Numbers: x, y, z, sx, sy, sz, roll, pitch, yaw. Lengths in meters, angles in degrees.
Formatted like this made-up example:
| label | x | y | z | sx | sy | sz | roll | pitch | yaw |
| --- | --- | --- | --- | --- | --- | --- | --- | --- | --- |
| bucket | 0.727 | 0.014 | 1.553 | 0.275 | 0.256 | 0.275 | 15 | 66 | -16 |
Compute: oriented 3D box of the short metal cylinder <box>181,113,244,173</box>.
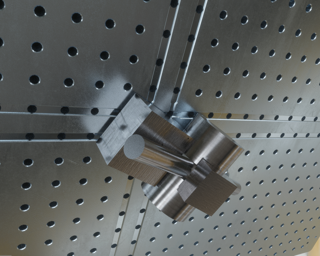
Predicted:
| label | x | y | z | sx | sy | sz | roll | pitch | yaw |
| --- | --- | --- | --- | --- | --- | --- | --- | --- | --- |
| short metal cylinder | 0.067 | 0.023 | 0.423 | 0.080 | 0.080 | 0.050 | 31 | 101 | -38 |

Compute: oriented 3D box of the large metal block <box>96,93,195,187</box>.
| label | x | y | z | sx | sy | sz | roll | pitch | yaw |
| --- | --- | --- | --- | --- | --- | --- | --- | --- | --- |
| large metal block | -0.018 | 0.017 | 0.388 | 0.080 | 0.050 | 0.080 | 33 | 100 | -39 |

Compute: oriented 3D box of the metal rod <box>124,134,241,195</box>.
| label | x | y | z | sx | sy | sz | roll | pitch | yaw |
| --- | --- | --- | --- | --- | --- | --- | --- | --- | --- |
| metal rod | 0.052 | 0.062 | 0.423 | 0.025 | 0.025 | 0.301 | -50 | 144 | 7 |

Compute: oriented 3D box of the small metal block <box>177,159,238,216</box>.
| label | x | y | z | sx | sy | sz | roll | pitch | yaw |
| --- | --- | --- | --- | --- | --- | --- | --- | --- | --- |
| small metal block | 0.058 | 0.075 | 0.383 | 0.050 | 0.025 | 0.050 | 35 | 99 | -30 |

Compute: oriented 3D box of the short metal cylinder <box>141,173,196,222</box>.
| label | x | y | z | sx | sy | sz | roll | pitch | yaw |
| --- | --- | --- | --- | --- | --- | --- | --- | --- | --- |
| short metal cylinder | 0.021 | 0.084 | 0.434 | 0.080 | 0.080 | 0.050 | 34 | 99 | -39 |
